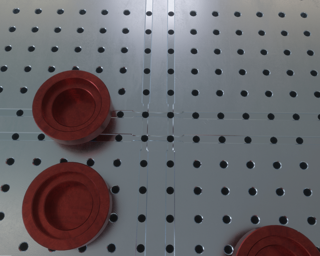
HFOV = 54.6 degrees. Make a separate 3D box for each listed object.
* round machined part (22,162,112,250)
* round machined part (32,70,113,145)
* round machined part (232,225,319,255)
[{"bbox_3d":[-0.106,0.092,0.368,0.099,0.042,0.098,0,70,0],"label":"round machined part"},{"bbox_3d":[-0.112,-0.024,0.411,0.099,0.042,0.098,0,70,0],"label":"round machined part"},{"bbox_3d":[0.127,0.160,0.345,0.099,0.042,0.098,0,70,0],"label":"round machined part"}]
